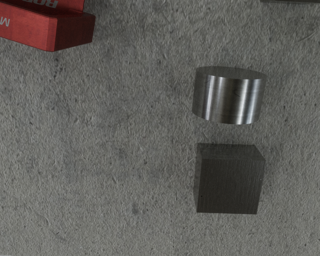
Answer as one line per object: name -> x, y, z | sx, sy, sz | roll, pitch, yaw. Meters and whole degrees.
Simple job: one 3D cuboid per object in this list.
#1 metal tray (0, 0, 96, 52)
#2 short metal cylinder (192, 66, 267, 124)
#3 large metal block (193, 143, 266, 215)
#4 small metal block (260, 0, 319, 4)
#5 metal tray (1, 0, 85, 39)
metal tray -> -0.144, -0.116, 0.316 | 0.131, 0.090, 0.030 | 18, 114, 6
short metal cylinder -> 0.080, -0.041, 0.366 | 0.081, 0.080, 0.050 | 3, 110, -2
large metal block -> 0.091, 0.068, 0.423 | 0.081, 0.050, 0.079 | 2, 110, -1
small metal block -> 0.145, -0.152, 0.342 | 0.050, 0.050, 0.025 | 3, 110, -1
metal tray -> -0.148, -0.145, 0.325 | 0.131, 0.030, 0.089 | 4, 112, -28
